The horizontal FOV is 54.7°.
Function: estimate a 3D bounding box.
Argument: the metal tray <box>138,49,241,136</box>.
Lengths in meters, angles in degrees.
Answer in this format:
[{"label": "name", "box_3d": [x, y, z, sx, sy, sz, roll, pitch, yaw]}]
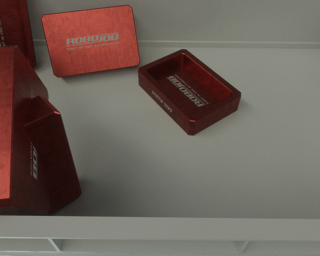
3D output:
[{"label": "metal tray", "box_3d": [0.040, -0.057, 0.449, 0.091, 0.030, 0.130, -29, 56, -22]}]

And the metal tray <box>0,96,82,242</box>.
[{"label": "metal tray", "box_3d": [-0.130, 0.043, 0.294, 0.091, 0.129, 0.030, -31, 53, -29]}]

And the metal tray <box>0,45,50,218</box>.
[{"label": "metal tray", "box_3d": [-0.125, 0.007, 0.268, 0.030, 0.090, 0.130, -6, 71, -5]}]

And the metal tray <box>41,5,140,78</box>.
[{"label": "metal tray", "box_3d": [-0.102, -0.132, 0.471, 0.131, 0.089, 0.030, -10, 17, -9]}]

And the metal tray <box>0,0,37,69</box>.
[{"label": "metal tray", "box_3d": [-0.237, -0.147, 0.446, 0.091, 0.129, 0.030, -14, 31, -28]}]
